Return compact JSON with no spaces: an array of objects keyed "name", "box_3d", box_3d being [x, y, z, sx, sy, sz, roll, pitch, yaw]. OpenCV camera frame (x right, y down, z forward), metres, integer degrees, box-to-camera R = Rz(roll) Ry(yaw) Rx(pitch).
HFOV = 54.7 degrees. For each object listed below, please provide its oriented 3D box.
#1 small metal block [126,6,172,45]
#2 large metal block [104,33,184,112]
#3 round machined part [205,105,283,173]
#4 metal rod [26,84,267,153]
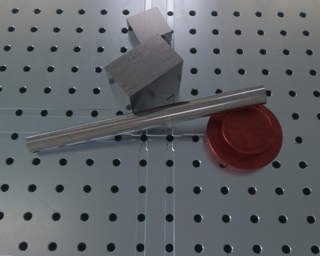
[{"name":"small metal block","box_3d":[-0.016,-0.148,0.465,0.050,0.025,0.050,-25,72,-9]},{"name":"large metal block","box_3d":[-0.019,-0.063,0.405,0.080,0.080,0.050,-36,74,-12]},{"name":"round machined part","box_3d":[0.110,0.006,0.401,0.099,0.042,0.098,0,70,0]},{"name":"metal rod","box_3d":[-0.021,-0.010,0.390,0.301,0.025,0.025,-12,70,5]}]
